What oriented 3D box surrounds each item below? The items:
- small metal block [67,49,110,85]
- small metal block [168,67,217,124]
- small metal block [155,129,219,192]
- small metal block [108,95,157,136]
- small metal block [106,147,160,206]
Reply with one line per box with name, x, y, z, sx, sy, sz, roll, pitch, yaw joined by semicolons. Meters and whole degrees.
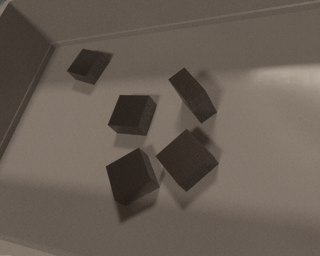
small metal block;-0.123;-0.106;0.533;0.050;0.025;0.050;19;72;35
small metal block;0.042;-0.041;0.392;0.025;0.050;0.050;-37;51;4
small metal block;0.031;0.038;0.365;0.050;0.025;0.050;-41;51;-1
small metal block;-0.038;-0.018;0.436;0.050;0.025;0.050;4;64;29
small metal block;-0.035;0.061;0.385;0.050;0.025;0.050;-30;52;8
